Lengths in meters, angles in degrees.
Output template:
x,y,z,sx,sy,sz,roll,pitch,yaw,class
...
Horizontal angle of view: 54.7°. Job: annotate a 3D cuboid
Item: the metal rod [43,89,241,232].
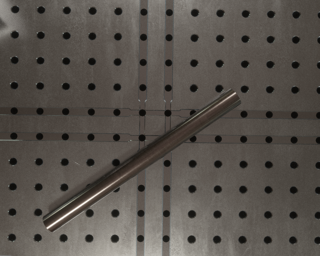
x,y,z,sx,sy,sz,roll,pitch,yaw,class
-0.023,0.042,0.413,0.301,0.025,0.025,-34,90,-1,metal rod
